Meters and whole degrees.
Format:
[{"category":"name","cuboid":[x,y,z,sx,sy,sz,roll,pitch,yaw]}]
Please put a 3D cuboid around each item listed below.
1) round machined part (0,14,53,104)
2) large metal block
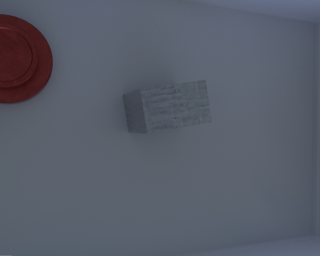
[{"category":"round machined part","cuboid":[-0.170,-0.076,0.339,0.099,0.042,0.097,0,90,-21]},{"category":"large metal block","cuboid":[0.006,-0.025,0.384,0.081,0.080,0.050,-10,94,-20]}]
